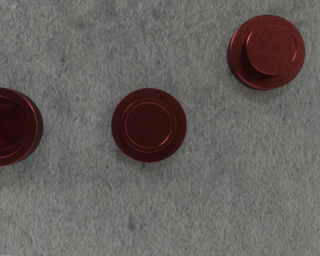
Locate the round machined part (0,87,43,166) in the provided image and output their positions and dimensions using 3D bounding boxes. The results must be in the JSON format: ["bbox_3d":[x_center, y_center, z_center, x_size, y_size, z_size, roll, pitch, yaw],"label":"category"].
[{"bbox_3d":[-0.199,-0.002,0.399,0.099,0.042,0.097,0,90,-1],"label":"round machined part"}]

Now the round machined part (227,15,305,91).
[{"bbox_3d":[0.141,-0.099,0.403,0.099,0.042,0.097,0,90,-1],"label":"round machined part"}]

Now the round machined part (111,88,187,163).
[{"bbox_3d":[-0.014,-0.003,0.401,0.099,0.042,0.097,0,90,-1],"label":"round machined part"}]
